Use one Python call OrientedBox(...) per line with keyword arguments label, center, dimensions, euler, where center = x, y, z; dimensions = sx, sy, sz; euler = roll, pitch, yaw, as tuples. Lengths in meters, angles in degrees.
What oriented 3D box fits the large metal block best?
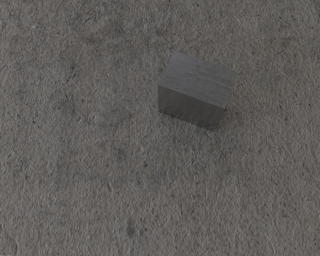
OrientedBox(label="large metal block", center=(0.044, -0.044, 0.395), dimensions=(0.080, 0.080, 0.050), euler=(21, 72, 7))
